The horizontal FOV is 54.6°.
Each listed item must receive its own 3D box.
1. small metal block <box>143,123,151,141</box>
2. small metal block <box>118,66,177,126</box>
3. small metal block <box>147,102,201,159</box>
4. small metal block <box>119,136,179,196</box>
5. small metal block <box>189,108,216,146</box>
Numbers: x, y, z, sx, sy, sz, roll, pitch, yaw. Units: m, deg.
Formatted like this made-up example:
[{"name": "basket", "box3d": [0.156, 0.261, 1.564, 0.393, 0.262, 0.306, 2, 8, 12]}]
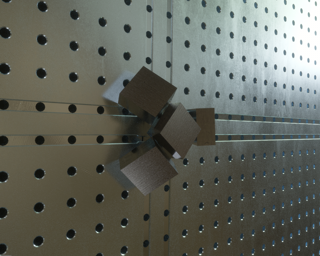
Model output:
[{"name": "small metal block", "box3d": [0.006, 0.004, 0.413, 0.050, 0.025, 0.050, 2, 92, -40]}, {"name": "small metal block", "box3d": [-0.015, -0.039, 0.379, 0.050, 0.025, 0.050, 34, 64, 4]}, {"name": "small metal block", "box3d": [0.019, 0.004, 0.391, 0.050, 0.025, 0.050, 49, 61, -29]}, {"name": "small metal block", "box3d": [-0.014, 0.047, 0.380, 0.050, 0.025, 0.050, -35, 117, 6]}, {"name": "small metal block", "box3d": [0.058, -0.002, 0.437, 0.025, 0.050, 0.050, -2, 92, -7]}]
